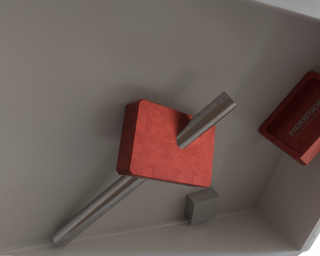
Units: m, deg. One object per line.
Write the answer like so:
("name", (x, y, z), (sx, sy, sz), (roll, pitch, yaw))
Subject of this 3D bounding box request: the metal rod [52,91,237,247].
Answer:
("metal rod", (-0.026, 0.059, 0.408), (0.300, 0.025, 0.025), (-40, 130, 8))

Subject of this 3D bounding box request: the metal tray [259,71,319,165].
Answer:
("metal tray", (0.231, -0.018, 0.484), (0.030, 0.090, 0.130), (33, 100, -39))

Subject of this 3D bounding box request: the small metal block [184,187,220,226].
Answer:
("small metal block", (0.072, 0.135, 0.534), (0.050, 0.025, 0.050), (-10, 123, -24))

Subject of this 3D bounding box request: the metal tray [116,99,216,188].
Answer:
("metal tray", (0.013, 0.024, 0.398), (0.131, 0.030, 0.090), (16, 74, -35))
